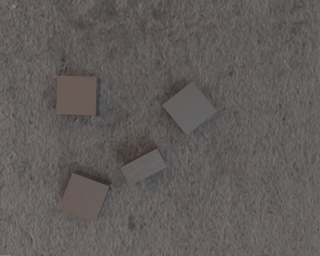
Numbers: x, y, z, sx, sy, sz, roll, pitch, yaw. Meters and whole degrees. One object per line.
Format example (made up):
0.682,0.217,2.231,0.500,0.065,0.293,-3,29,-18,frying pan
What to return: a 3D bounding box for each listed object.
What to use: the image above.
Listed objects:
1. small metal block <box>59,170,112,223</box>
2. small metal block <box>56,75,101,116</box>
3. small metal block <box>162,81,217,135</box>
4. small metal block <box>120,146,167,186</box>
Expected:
-0.097,0.089,0.409,0.050,0.025,0.050,21,90,-1,small metal block
-0.107,-0.042,0.409,0.050,0.025,0.050,2,90,-1,small metal block
0.038,-0.026,0.411,0.050,0.025,0.050,-39,91,0,small metal block
-0.020,0.047,0.397,0.050,0.050,0.025,-27,90,0,small metal block
